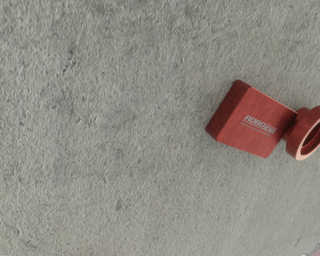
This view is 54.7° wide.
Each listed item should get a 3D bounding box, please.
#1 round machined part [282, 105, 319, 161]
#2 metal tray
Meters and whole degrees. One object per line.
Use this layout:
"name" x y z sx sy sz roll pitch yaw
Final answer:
"round machined part" 0.245 0.004 0.524 0.099 0.042 0.097 -25 136 -26
"metal tray" 0.143 -0.009 0.476 0.131 0.030 0.090 19 108 -36
